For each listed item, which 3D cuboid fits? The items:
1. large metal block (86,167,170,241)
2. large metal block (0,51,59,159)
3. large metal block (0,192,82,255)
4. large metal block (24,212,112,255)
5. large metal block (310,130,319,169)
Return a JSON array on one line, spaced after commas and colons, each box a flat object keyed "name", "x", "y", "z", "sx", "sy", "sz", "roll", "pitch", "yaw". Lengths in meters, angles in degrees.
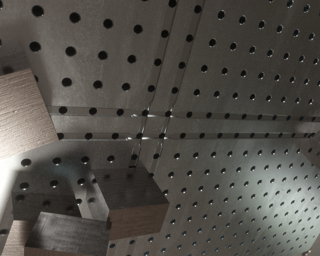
[{"name": "large metal block", "x": -0.046, "y": 0.097, "z": 0.412, "sx": 0.081, "sy": 0.080, "sz": 0.050, "roll": 2, "pitch": 118, "yaw": -30}, {"name": "large metal block", "x": -0.155, "y": -0.019, "z": 0.300, "sx": 0.081, "sy": 0.050, "sz": 0.079, "roll": -21, "pitch": 127, "yaw": -17}, {"name": "large metal block", "x": -0.155, "y": 0.131, "z": 0.392, "sx": 0.081, "sy": 0.050, "sz": 0.079, "roll": 13, "pitch": 112, "yaw": -34}, {"name": "large metal block", "x": -0.103, "y": 0.147, "z": 0.348, "sx": 0.081, "sy": 0.050, "sz": 0.079, "roll": 11, "pitch": 115, "yaw": -7}, {"name": "large metal block", "x": 0.349, "y": 0.037, "z": 0.613, "sx": 0.080, "sy": 0.050, "sz": 0.080, "roll": -32, "pitch": 129, "yaw": -8}]
